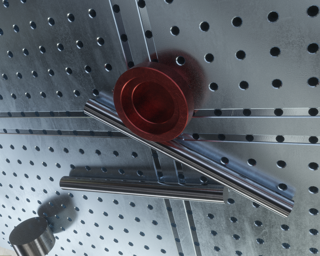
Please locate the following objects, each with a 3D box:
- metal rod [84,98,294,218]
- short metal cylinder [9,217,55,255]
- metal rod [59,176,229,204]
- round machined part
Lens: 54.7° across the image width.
[{"bbox_3d":[0.030,0.035,0.416,0.301,0.025,0.025,27,128,11],"label":"metal rod"},{"bbox_3d":[-0.274,0.239,0.669,0.080,0.080,0.050,2,120,27],"label":"short metal cylinder"},{"bbox_3d":[-0.042,0.095,0.492,0.300,0.025,0.025,-2,117,29],"label":"metal rod"},{"bbox_3d":[-0.004,-0.035,0.381,0.098,0.042,0.097,13,124,21],"label":"round machined part"}]
